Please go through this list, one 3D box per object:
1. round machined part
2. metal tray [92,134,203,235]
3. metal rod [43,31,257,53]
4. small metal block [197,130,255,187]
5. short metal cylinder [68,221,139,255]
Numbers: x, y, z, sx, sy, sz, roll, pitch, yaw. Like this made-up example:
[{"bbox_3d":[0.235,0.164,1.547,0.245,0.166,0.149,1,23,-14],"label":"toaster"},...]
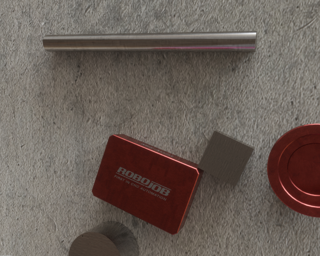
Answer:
[{"bbox_3d":[0.170,0.044,0.340,0.098,0.042,0.097,0,90,20],"label":"round machined part"},{"bbox_3d":[-0.018,0.071,0.413,0.130,0.030,0.089,21,97,18],"label":"metal tray"},{"bbox_3d":[-0.027,-0.115,0.418,0.301,0.025,0.025,5,92,19],"label":"metal rod"},{"bbox_3d":[0.081,0.036,0.380,0.050,0.025,0.050,26,99,18],"label":"small metal block"},{"bbox_3d":[-0.076,0.174,0.422,0.080,0.050,0.080,0,90,20],"label":"short metal cylinder"}]
